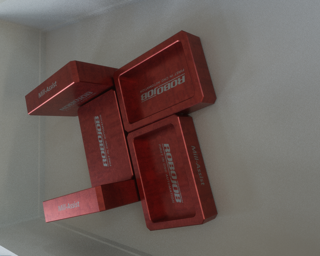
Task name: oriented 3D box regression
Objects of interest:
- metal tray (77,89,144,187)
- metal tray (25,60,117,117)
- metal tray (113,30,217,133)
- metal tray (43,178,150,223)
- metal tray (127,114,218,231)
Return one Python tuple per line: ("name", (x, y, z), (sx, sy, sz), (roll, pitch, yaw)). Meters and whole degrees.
("metal tray", (-0.073, 0.018, 0.458), (0.090, 0.030, 0.129), (-22, 76, 37))
("metal tray", (-0.127, -0.053, 0.461), (0.130, 0.091, 0.030), (-23, 76, 37))
("metal tray", (0.000, -0.054, 0.399), (0.130, 0.030, 0.090), (-22, 77, 37))
("metal tray", (-0.089, 0.100, 0.431), (0.130, 0.091, 0.030), (-22, 77, 37))
("metal tray", (0.011, 0.057, 0.390), (0.090, 0.030, 0.129), (-22, 76, 37))
